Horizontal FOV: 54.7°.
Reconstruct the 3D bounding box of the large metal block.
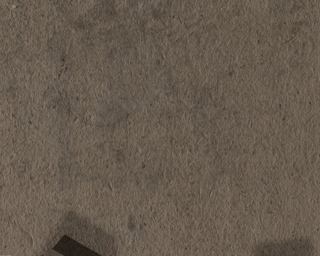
[{"bbox_3d":[-0.115,0.199,0.396,0.080,0.050,0.080,30,90,-1],"label":"large metal block"}]
